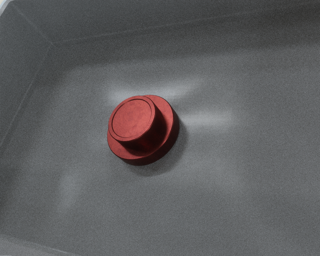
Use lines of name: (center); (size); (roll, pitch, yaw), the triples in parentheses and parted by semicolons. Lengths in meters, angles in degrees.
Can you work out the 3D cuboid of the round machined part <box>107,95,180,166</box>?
round machined part: (-0.028, -0.004, 0.406); (0.098, 0.042, 0.098); (-13, 56, 20)
